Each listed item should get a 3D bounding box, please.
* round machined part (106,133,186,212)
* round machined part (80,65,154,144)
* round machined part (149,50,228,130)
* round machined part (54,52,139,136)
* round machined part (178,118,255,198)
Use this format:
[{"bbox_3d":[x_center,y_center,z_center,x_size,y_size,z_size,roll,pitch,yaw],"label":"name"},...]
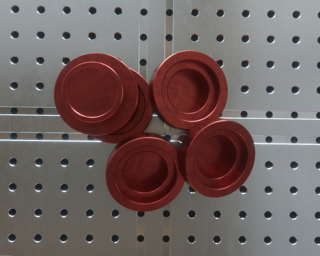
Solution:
[{"bbox_3d":[-0.020,0.053,0.396,0.099,0.042,0.097,-3,105,-10],"label":"round machined part"},{"bbox_3d":[-0.057,-0.030,0.403,0.099,0.042,0.097,0,90,-1],"label":"round machined part"},{"bbox_3d":[0.033,-0.046,0.396,0.099,0.042,0.097,0,91,-17],"label":"round machined part"},{"bbox_3d":[-0.075,-0.040,0.361,0.099,0.042,0.097,0,90,-1],"label":"round machined part"},{"bbox_3d":[0.068,0.035,0.394,0.099,0.042,0.097,-4,102,-21],"label":"round machined part"}]
